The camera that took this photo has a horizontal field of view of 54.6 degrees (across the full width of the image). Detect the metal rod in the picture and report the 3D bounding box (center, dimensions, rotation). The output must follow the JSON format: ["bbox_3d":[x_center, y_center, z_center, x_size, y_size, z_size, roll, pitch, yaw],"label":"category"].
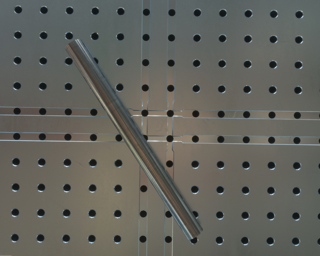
[{"bbox_3d":[-0.034,0.015,0.413,0.025,0.025,0.299,-33,90,0],"label":"metal rod"}]
